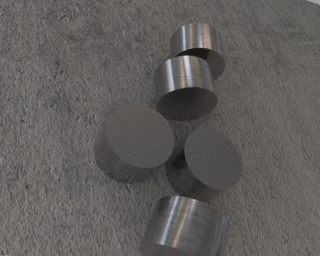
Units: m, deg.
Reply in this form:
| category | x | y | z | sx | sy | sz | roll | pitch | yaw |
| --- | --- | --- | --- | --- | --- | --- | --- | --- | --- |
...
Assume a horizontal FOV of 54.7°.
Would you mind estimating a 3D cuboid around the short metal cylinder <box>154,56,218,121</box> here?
| category | x | y | z | sx | sy | sz | roll | pitch | yaw |
| --- | --- | --- | --- | --- | --- | --- | --- | --- | --- |
| short metal cylinder | 0.033 | -0.051 | 0.417 | 0.081 | 0.080 | 0.050 | 9 | 58 | -24 |

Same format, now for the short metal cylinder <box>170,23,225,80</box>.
| category | x | y | z | sx | sy | sz | roll | pitch | yaw |
| --- | --- | --- | --- | --- | --- | --- | --- | --- | --- |
| short metal cylinder | 0.055 | -0.109 | 0.464 | 0.081 | 0.080 | 0.050 | 14 | 56 | -21 |

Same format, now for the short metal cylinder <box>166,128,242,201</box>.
| category | x | y | z | sx | sy | sz | roll | pitch | yaw |
| --- | --- | --- | --- | --- | --- | --- | --- | --- | --- |
| short metal cylinder | 0.054 | 0.047 | 0.388 | 0.081 | 0.050 | 0.080 | 14 | 56 | -21 |

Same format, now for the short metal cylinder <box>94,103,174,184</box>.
| category | x | y | z | sx | sy | sz | roll | pitch | yaw |
| --- | --- | --- | --- | --- | --- | --- | --- | --- | --- |
| short metal cylinder | -0.031 | 0.018 | 0.360 | 0.081 | 0.050 | 0.080 | 14 | 56 | -21 |

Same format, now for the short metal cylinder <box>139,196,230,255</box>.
| category | x | y | z | sx | sy | sz | roll | pitch | yaw |
| --- | --- | --- | --- | --- | --- | --- | --- | --- | --- |
| short metal cylinder | 0.025 | 0.113 | 0.313 | 0.080 | 0.080 | 0.050 | 31 | 52 | -9 |
